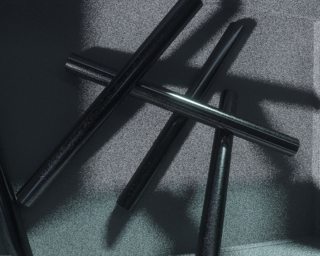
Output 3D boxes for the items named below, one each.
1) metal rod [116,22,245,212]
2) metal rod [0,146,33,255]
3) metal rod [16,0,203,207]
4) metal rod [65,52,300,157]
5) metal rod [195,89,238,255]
[{"bbox_3d":[0.034,-0.023,0.424,0.025,0.025,0.300,36,78,-17],"label":"metal rod"},{"bbox_3d":[-0.189,0.025,0.340,0.025,0.025,0.298,-16,96,-20],"label":"metal rod"},{"bbox_3d":[-0.057,-0.032,0.353,0.025,0.025,0.300,40,91,-16],"label":"metal rod"},{"bbox_3d":[0.032,-0.027,0.386,0.302,0.025,0.025,20,83,-5],"label":"metal rod"},{"bbox_3d":[0.068,0.073,0.370,0.025,0.025,0.300,28,55,-18],"label":"metal rod"}]
